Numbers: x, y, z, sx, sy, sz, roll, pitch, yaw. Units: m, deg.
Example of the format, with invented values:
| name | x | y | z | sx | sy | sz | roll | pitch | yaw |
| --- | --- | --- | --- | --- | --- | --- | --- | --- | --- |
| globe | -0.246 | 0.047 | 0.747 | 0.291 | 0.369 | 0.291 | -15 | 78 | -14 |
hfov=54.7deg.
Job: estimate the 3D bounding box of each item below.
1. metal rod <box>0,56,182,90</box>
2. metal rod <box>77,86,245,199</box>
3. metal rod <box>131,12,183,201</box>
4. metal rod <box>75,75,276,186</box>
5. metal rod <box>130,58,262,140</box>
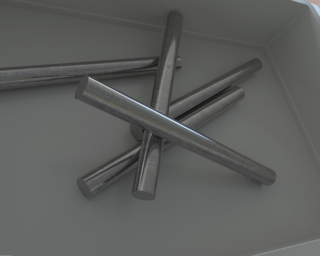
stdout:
| name | x | y | z | sx | sy | sz | roll | pitch | yaw |
| --- | --- | --- | --- | --- | --- | --- | --- | --- | --- |
| metal rod | -0.097 | -0.072 | 0.397 | 0.303 | 0.025 | 0.025 | -13 | 69 | -33 |
| metal rod | 0.024 | 0.003 | 0.416 | 0.302 | 0.025 | 0.025 | -30 | 79 | -38 |
| metal rod | 0.004 | -0.052 | 0.405 | 0.025 | 0.025 | 0.300 | 21 | 54 | -16 |
| metal rod | 0.042 | 0.017 | 0.367 | 0.302 | 0.025 | 0.025 | 25 | 51 | -32 |
| metal rod | 0.074 | -0.056 | 0.479 | 0.302 | 0.025 | 0.025 | -30 | 79 | -38 |
